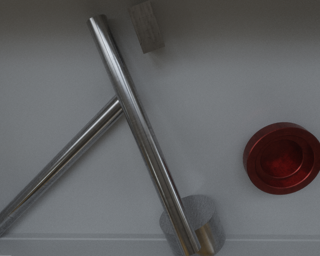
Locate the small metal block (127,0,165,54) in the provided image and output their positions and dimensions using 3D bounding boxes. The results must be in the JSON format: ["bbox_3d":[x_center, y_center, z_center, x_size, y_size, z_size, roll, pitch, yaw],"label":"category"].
[{"bbox_3d":[-0.015,-0.116,0.355,0.025,0.050,0.050,-18,109,6],"label":"small metal block"}]

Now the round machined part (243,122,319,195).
[{"bbox_3d":[0.161,0.038,0.418,0.099,0.042,0.097,0,110,-1],"label":"round machined part"}]

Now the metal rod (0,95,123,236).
[{"bbox_3d":[-0.146,0.058,0.430,0.299,0.025,0.025,-43,105,14],"label":"metal rod"}]

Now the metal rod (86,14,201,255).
[{"bbox_3d":[-0.018,0.010,0.371,0.025,0.025,0.299,-22,92,7],"label":"metal rod"}]

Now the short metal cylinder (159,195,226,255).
[{"bbox_3d":[0.046,0.139,0.434,0.080,0.080,0.050,-20,109,7],"label":"short metal cylinder"}]
